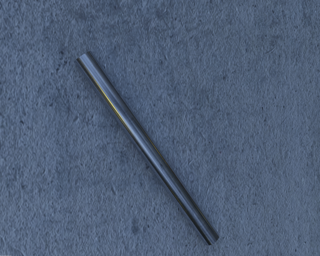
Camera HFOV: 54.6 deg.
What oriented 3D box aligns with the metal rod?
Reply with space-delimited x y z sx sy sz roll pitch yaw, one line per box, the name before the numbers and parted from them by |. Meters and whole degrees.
metal rod | -0.011 0.035 0.404 0.025 0.025 0.299 -38 102 -16
